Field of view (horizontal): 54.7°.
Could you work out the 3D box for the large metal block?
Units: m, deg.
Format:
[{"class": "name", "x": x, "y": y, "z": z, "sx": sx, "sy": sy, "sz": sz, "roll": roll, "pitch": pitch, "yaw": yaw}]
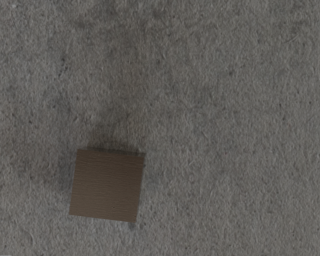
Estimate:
[{"class": "large metal block", "x": -0.064, "y": 0.070, "z": 0.397, "sx": 0.081, "sy": 0.050, "sz": 0.080, "roll": 7, "pitch": 90, "yaw": -1}]
